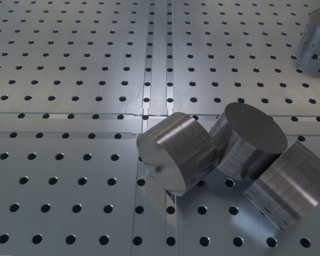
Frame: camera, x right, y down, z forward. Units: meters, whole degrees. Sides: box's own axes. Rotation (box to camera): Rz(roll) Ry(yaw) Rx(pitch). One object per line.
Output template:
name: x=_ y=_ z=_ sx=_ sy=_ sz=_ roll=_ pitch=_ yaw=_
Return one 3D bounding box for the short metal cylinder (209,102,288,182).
short metal cylinder: x=0.098 y=0.015 z=0.361 sx=0.081 sy=0.050 sz=0.080 roll=18 pitch=39 yaw=-15

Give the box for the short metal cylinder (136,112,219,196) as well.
short metal cylinder: x=0.019 y=0.029 z=0.348 sx=0.050 sy=0.080 sz=0.080 roll=-35 pitch=58 yaw=-25

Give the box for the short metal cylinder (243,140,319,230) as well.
short metal cylinder: x=0.133 y=0.058 z=0.319 sx=0.080 sy=0.080 sz=0.050 roll=-35 pitch=69 yaw=-26

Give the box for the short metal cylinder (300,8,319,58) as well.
short metal cylinder: x=0.289 y=-0.162 z=0.529 sx=0.081 sy=0.050 sz=0.080 roll=0 pitch=50 yaw=0
